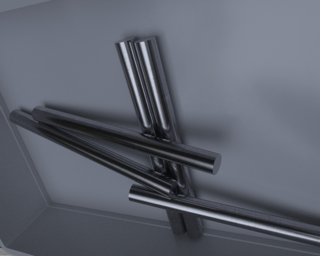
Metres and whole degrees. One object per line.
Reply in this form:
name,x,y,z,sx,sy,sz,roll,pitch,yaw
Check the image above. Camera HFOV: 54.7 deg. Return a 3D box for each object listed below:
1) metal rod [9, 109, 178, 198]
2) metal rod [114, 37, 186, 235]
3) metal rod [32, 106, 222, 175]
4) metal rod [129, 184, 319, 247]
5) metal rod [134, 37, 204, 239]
metal rod,-0.113,0.030,0.467,0.301,0.025,0.025,21,127,21
metal rod,-0.005,0.028,0.423,0.025,0.025,0.298,-1,118,28
metal rod,-0.064,0.009,0.419,0.300,0.025,0.025,14,125,28
metal rod,0.103,0.116,0.401,0.301,0.025,0.025,10,123,16
metal rod,0.019,0.031,0.413,0.025,0.025,0.298,-1,118,28
